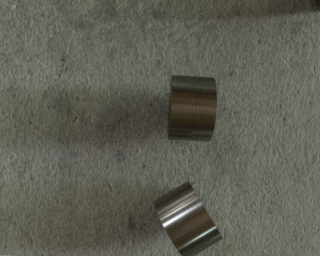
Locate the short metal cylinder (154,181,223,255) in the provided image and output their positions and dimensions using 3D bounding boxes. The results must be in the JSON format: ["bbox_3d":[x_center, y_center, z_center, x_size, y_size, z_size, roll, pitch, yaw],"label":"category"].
[{"bbox_3d":[0.035,0.113,0.383,0.050,0.080,0.080,-31,90,0],"label":"short metal cylinder"}]

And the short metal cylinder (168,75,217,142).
[{"bbox_3d":[0.037,-0.024,0.383,0.050,0.080,0.079,3,90,0],"label":"short metal cylinder"}]

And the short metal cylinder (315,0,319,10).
[{"bbox_3d":[0.232,-0.189,0.386,0.080,0.080,0.050,-17,90,0],"label":"short metal cylinder"}]
